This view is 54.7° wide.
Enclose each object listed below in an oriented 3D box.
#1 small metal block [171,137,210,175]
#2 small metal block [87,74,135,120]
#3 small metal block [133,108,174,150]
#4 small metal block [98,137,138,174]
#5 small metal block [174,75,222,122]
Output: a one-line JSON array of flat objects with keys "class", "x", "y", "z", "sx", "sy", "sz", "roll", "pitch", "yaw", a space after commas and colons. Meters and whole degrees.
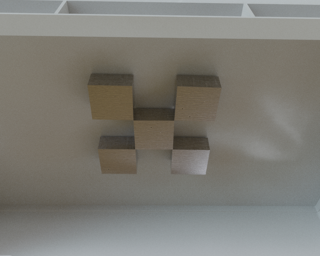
[{"class": "small metal block", "x": 0.041, "y": 0.040, "z": 0.440, "sx": 0.050, "sy": 0.025, "sz": 0.050, "roll": 1, "pitch": 130, "yaw": -1}, {"class": "small metal block", "x": -0.057, "y": -0.037, "z": 0.374, "sx": 0.050, "sy": 0.025, "sz": 0.050, "roll": 1, "pitch": 130, "yaw": -1}, {"class": "small metal block", "x": -0.008, "y": 0.002, "z": 0.407, "sx": 0.050, "sy": 0.025, "sz": 0.050, "roll": 0, "pitch": 130, "yaw": -1}, {"class": "small metal block", "x": -0.058, "y": 0.039, "z": 0.439, "sx": 0.050, "sy": 0.025, "sz": 0.050, "roll": 0, "pitch": 130, "yaw": -1}, {"class": "small metal block", "x": 0.044, "y": -0.035, "z": 0.376, "sx": 0.050, "sy": 0.025, "sz": 0.050, "roll": 2, "pitch": 130, "yaw": -2}]
